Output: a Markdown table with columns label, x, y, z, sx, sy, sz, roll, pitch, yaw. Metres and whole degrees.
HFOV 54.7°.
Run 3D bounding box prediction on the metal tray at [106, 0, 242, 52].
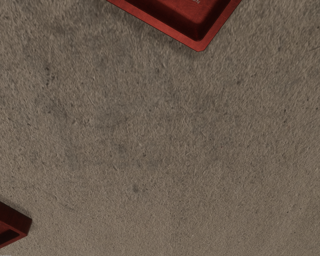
| label | x | y | z | sx | sy | sz | roll | pitch | yaw |
| --- | --- | --- | --- | --- | --- | --- | --- | --- | --- |
| metal tray | 0.010 | -0.140 | 0.285 | 0.131 | 0.030 | 0.089 | 24 | 126 | -20 |

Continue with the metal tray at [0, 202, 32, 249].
| label | x | y | z | sx | sy | sz | roll | pitch | yaw |
| --- | --- | --- | --- | --- | --- | --- | --- | --- | --- |
| metal tray | -0.308 | 0.179 | 0.551 | 0.130 | 0.030 | 0.090 | -29 | 125 | 22 |
